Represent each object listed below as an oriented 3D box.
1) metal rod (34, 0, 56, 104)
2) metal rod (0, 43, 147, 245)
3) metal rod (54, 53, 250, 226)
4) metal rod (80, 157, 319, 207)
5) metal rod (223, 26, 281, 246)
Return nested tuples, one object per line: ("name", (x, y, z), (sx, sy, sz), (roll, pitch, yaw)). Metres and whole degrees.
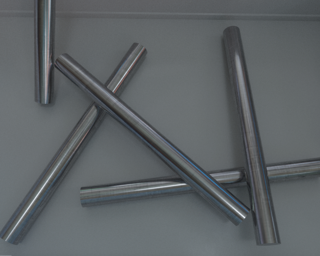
("metal rod", (-0.139, -0.176, 0.375), (0.025, 0.025, 0.298), (9, 110, 3))
("metal rod", (-0.103, 0.007, 0.406), (0.025, 0.025, 0.300), (28, 72, 9))
("metal rod", (-0.019, 0.005, 0.379), (0.300, 0.025, 0.025), (40, 75, 13))
("metal rod", (0.055, 0.067, 0.385), (0.302, 0.025, 0.025), (-7, 70, -3))
("metal rod", (0.111, -0.010, 0.395), (0.025, 0.025, 0.299), (-1, 63, -1))
